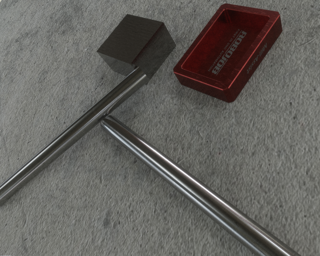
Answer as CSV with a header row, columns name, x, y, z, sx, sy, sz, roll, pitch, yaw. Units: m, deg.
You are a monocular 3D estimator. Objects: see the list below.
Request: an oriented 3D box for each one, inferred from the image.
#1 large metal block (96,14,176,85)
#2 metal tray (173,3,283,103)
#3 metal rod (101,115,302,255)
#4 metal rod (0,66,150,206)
name,x,y,z,sx,sy,sz,roll,pitch,yaw
large metal block,-0.036,-0.124,0.481,0.080,0.050,0.080,27,76,37
metal tray,0.090,-0.105,0.416,0.090,0.030,0.130,28,77,37
metal rod,0.024,0.059,0.353,0.300,0.025,0.025,34,81,38
metal rod,-0.137,0.017,0.450,0.300,0.025,0.025,-39,51,6
